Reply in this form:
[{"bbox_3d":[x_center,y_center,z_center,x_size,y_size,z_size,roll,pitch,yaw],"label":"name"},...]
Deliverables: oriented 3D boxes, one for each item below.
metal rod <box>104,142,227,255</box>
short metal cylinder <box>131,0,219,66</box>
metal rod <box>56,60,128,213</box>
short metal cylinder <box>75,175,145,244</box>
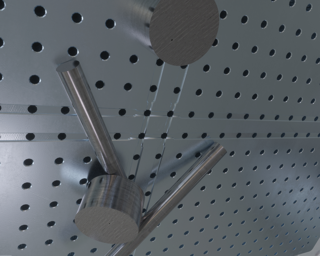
[{"bbox_3d":[-0.011,0.134,0.458,0.301,0.025,0.025,-44,130,-9],"label":"metal rod"},{"bbox_3d":[0.016,-0.113,0.333,0.081,0.050,0.079,-14,124,-21],"label":"short metal cylinder"},{"bbox_3d":[-0.063,0.052,0.408,0.025,0.025,0.298,-25,128,-13],"label":"metal rod"},{"bbox_3d":[-0.063,0.107,0.404,0.080,0.050,0.079,4,129,5],"label":"short metal cylinder"}]
